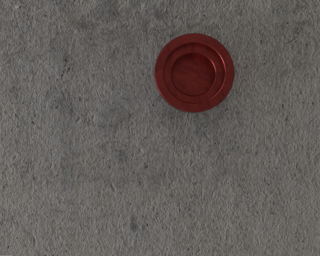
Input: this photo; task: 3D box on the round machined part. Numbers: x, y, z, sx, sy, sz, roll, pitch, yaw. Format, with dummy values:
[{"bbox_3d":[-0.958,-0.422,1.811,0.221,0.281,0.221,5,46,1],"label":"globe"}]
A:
[{"bbox_3d":[0.043,-0.068,0.402,0.099,0.042,0.097,0,90,0],"label":"round machined part"}]
